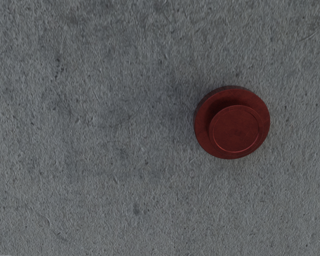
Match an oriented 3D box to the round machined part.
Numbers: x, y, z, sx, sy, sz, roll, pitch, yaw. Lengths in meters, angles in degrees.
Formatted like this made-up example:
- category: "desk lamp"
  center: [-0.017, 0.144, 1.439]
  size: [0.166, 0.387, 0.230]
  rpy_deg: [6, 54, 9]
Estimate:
- category: "round machined part"
  center: [0.094, -0.003, 0.400]
  size: [0.099, 0.042, 0.097]
  rpy_deg: [0, 110, 0]
